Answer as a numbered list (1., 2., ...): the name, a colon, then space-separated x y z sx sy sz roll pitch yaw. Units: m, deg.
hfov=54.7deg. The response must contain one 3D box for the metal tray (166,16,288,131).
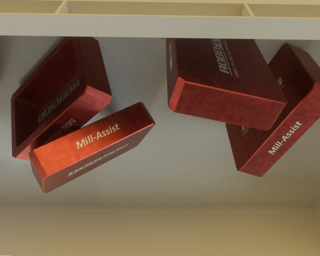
1. metal tray: 0.054 -0.057 0.292 0.091 0.130 0.030 11 129 -9

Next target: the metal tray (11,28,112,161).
1. metal tray: -0.112 -0.032 0.334 0.130 0.090 0.030 -36 144 26

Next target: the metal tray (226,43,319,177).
1. metal tray: 0.127 -0.018 0.351 0.030 0.090 0.129 18 128 -15

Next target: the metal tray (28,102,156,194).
1. metal tray: -0.077 0.023 0.353 0.131 0.030 0.090 -27 170 -26
